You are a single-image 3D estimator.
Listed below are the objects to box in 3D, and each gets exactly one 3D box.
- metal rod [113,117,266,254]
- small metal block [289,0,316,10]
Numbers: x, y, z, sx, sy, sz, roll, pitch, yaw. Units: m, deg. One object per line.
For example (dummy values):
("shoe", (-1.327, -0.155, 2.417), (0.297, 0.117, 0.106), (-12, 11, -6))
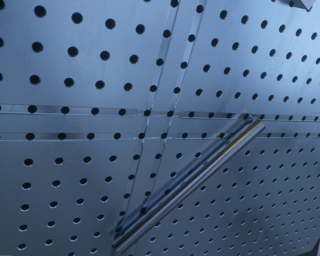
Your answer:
("metal rod", (0.046, 0.091, 0.492), (0.300, 0.025, 0.025), (-41, 130, 0))
("small metal block", (0.185, -0.189, 0.396), (0.050, 0.025, 0.050), (26, 104, -37))
